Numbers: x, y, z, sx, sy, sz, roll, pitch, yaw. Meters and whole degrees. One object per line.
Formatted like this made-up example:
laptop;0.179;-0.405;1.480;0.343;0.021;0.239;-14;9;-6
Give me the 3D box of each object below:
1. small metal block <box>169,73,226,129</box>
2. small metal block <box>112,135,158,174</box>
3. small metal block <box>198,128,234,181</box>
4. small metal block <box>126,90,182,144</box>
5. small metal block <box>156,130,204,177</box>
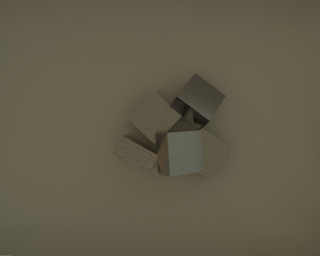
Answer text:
small metal block;0.049;-0.035;0.399;0.050;0.025;0.050;37;57;-1
small metal block;-0.029;0.032;0.396;0.050;0.050;0.025;29;90;-1
small metal block;0.060;0.034;0.410;0.050;0.025;0.050;35;90;-1
small metal block;-0.008;-0.014;0.409;0.050;0.025;0.050;44;90;-1
small metal block;0.024;0.029;0.374;0.050;0.025;0.050;-4;90;-33
